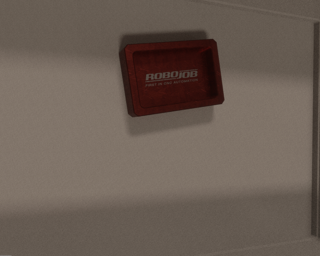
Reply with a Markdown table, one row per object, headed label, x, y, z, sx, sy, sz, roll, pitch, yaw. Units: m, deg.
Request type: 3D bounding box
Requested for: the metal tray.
| label | x | y | z | sx | sy | sz | roll | pitch | yaw |
| --- | --- | --- | --- | --- | --- | --- | --- | --- | --- |
| metal tray | 0.018 | -0.068 | 0.415 | 0.131 | 0.030 | 0.089 | -10 | 94 | -20 |
